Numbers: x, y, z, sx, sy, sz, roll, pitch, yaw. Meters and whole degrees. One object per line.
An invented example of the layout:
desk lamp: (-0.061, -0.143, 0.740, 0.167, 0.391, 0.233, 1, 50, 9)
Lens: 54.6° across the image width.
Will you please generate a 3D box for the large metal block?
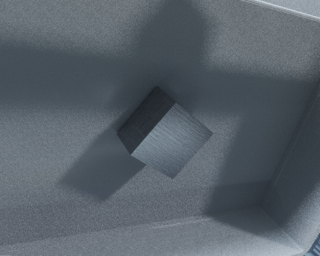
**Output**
large metal block: (0.007, 0.007, 0.396, 0.080, 0.050, 0.080, -49, 129, 6)
